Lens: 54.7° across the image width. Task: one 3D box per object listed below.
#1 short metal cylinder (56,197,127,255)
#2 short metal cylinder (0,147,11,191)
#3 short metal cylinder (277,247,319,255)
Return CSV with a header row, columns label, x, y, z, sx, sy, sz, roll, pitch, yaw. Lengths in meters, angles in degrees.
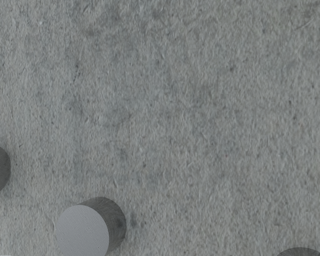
label,x,y,z,sx,sy,sz,roll,pitch,yaw
short metal cylinder,-0.094,0.140,0.427,0.080,0.050,0.079,0,90,19
short metal cylinder,-0.281,0.065,0.477,0.050,0.080,0.079,-2,90,20
short metal cylinder,0.161,0.180,0.339,0.080,0.050,0.079,0,90,19
